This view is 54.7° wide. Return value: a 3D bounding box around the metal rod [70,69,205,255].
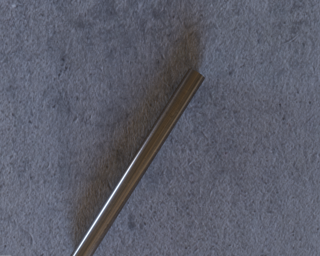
[{"bbox_3d":[-0.031,0.054,0.409,0.025,0.025,0.299,32,90,-1],"label":"metal rod"}]
